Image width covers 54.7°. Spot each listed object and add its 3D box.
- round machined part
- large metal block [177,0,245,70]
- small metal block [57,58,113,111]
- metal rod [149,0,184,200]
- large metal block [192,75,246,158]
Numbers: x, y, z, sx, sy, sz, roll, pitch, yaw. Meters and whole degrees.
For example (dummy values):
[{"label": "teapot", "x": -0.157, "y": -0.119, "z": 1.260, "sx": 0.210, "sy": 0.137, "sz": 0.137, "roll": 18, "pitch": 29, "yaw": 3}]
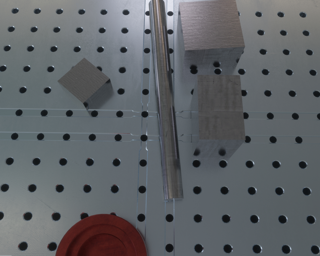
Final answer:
[{"label": "round machined part", "x": -0.063, "y": 0.149, "z": 0.348, "sx": 0.099, "sy": 0.042, "sz": 0.098, "roll": 0, "pitch": 70, "yaw": 0}, {"label": "large metal block", "x": 0.070, "y": -0.134, "z": 0.448, "sx": 0.081, "sy": 0.050, "sz": 0.080, "roll": -4, "pitch": 70, "yaw": -2}, {"label": "small metal block", "x": -0.104, "y": -0.061, "z": 0.433, "sx": 0.050, "sy": 0.025, "sz": 0.050, "roll": 40, "pitch": 75, "yaw": 13}, {"label": "metal rod", "x": 0.006, "y": -0.053, "z": 0.430, "sx": 0.025, "sy": 0.025, "sz": 0.299, "roll": -4, "pitch": 70, "yaw": -2}, {"label": "large metal block", "x": 0.068, "y": -0.011, "z": 0.387, "sx": 0.050, "sy": 0.080, "sz": 0.080, "roll": 1, "pitch": 70, "yaw": 0}]
